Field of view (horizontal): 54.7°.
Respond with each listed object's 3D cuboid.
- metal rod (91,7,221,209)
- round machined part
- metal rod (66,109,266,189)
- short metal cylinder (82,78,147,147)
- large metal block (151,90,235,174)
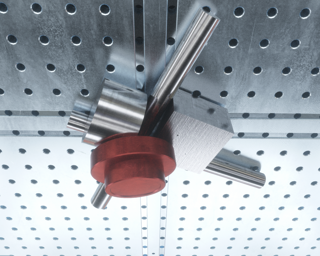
[{"bbox_3d":[-0.019,-0.004,0.383,0.025,0.025,0.298,22,119,-18],"label":"metal rod"},{"bbox_3d":[-0.030,0.050,0.357,0.099,0.042,0.098,-6,151,-3],"label":"round machined part"},{"bbox_3d":[0.020,0.035,0.441,0.302,0.025,0.025,19,127,-16],"label":"metal rod"},{"bbox_3d":[-0.054,-0.013,0.363,0.050,0.080,0.079,20,127,-16],"label":"short metal cylinder"},{"bbox_3d":[0.034,0.005,0.396,0.080,0.050,0.079,20,127,-17],"label":"large metal block"}]
